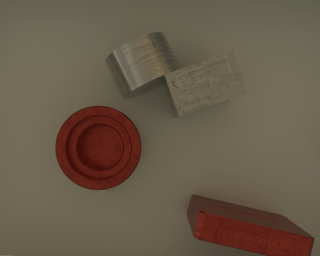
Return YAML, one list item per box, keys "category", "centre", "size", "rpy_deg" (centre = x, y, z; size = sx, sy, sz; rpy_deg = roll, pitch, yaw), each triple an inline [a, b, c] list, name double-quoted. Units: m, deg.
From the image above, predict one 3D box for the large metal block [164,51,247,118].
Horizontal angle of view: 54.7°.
- category: "large metal block"
  centre: [0.051, -0.049, 0.385]
  size: [0.080, 0.080, 0.050]
  rpy_deg: [-19, 90, 0]

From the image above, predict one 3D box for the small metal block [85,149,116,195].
- category: "small metal block"
  centre: [-0.074, 0.051, 0.411]
  size: [0.050, 0.025, 0.050]
  rpy_deg: [-43, 91, 0]

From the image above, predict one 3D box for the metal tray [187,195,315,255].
- category: "metal tray"
  centre: [0.103, 0.120, 0.380]
  size: [0.131, 0.090, 0.030]
  rpy_deg: [13, 90, -1]

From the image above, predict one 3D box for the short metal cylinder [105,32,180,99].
- category: "short metal cylinder"
  centre: [-0.020, -0.076, 0.384]
  size: [0.080, 0.080, 0.050]
  rpy_deg: [-26, 90, 0]

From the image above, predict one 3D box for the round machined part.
- category: "round machined part"
  centre: [-0.071, 0.023, 0.377]
  size: [0.099, 0.042, 0.097]
  rpy_deg: [0, 90, -1]
